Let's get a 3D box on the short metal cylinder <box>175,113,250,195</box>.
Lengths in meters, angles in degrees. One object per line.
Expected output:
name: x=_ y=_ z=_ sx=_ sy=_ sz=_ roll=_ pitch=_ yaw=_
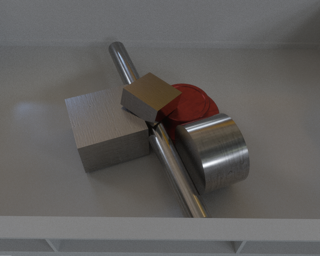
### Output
short metal cylinder: x=0.055 y=0.028 z=0.344 sx=0.050 sy=0.080 sz=0.080 roll=-16 pitch=52 yaw=-13

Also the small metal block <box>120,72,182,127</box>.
small metal block: x=-0.010 y=-0.035 z=0.370 sx=0.050 sy=0.025 sz=0.050 roll=35 pitch=46 yaw=17

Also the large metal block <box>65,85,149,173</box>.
large metal block: x=-0.065 y=-0.001 z=0.384 sx=0.081 sy=0.050 sz=0.080 roll=-16 pitch=52 yaw=-13

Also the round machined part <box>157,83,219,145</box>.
round machined part: x=0.030 y=-0.021 z=0.410 sx=0.099 sy=0.042 sz=0.098 roll=0 pitch=50 yaw=0

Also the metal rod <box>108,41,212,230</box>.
metal rod: x=-0.014 y=-0.015 z=0.389 sx=0.025 sy=0.025 sz=0.300 roll=-16 pitch=52 yaw=-13
